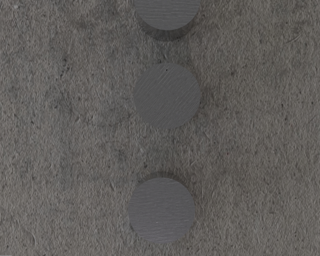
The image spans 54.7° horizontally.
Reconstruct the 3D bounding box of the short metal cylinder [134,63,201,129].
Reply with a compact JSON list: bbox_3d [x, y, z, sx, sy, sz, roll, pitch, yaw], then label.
[{"bbox_3d":[0.009,-0.039,0.397,0.081,0.050,0.080,0,90,0],"label":"short metal cylinder"}]

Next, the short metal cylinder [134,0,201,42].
[{"bbox_3d":[0.009,-0.158,0.397,0.081,0.050,0.080,0,90,0],"label":"short metal cylinder"}]

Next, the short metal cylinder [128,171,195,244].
[{"bbox_3d":[0.002,0.099,0.397,0.081,0.050,0.080,0,90,0],"label":"short metal cylinder"}]
